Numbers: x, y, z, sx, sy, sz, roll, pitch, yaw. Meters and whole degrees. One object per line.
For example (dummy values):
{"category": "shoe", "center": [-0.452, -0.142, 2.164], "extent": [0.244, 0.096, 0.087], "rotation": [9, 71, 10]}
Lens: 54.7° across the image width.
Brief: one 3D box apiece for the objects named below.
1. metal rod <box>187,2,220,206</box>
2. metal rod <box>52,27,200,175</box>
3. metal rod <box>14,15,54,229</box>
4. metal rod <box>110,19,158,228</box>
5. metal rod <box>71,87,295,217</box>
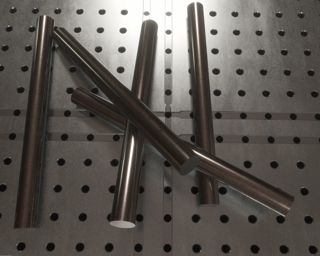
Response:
{"category": "metal rod", "center": [0.057, -0.046, 0.429], "extent": [0.025, 0.025, 0.299], "rotation": [-1, 70, -1]}
{"category": "metal rod", "center": [-0.060, -0.051, 0.378], "extent": [0.025, 0.025, 0.300], "rotation": [-37, 55, -13]}
{"category": "metal rod", "center": [-0.166, -0.022, 0.417], "extent": [0.025, 0.025, 0.299], "rotation": [-2, 70, -1]}
{"category": "metal rod", "center": [-0.026, -0.030, 0.386], "extent": [0.025, 0.025, 0.300], "rotation": [4, 56, 1]}
{"category": "metal rod", "center": [0.014, 0.021, 0.384], "extent": [0.301, 0.025, 0.025], "rotation": [27, 72, 17]}
